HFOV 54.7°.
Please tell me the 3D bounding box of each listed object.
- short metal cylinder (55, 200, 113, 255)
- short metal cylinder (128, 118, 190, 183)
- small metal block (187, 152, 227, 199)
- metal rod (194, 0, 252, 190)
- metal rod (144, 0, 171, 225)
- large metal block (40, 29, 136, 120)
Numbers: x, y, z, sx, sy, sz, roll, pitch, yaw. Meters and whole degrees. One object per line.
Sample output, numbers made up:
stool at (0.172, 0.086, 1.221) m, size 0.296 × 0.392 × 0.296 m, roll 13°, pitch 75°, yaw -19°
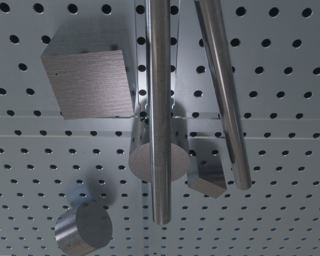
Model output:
short metal cylinder at (-0.126, 0.169, 0.518) m, size 0.050 × 0.080 × 0.080 m, roll -32°, pitch 123°, yaw 24°
short metal cylinder at (-0.001, 0.031, 0.421) m, size 0.081 × 0.050 × 0.079 m, roll 0°, pitch 130°, yaw 0°
small metal block at (0.067, 0.069, 0.455) m, size 0.050 × 0.050 × 0.025 m, roll 26°, pitch 125°, yaw -21°
metal rod at (0.088, -0.021, 0.395) m, size 0.025 × 0.025 × 0.299 m, roll -13°, pitch 129°, yaw 11°
metal rod at (0.000, -0.016, 0.347) m, size 0.025 × 0.025 × 0.298 m, roll -1°, pitch 115°, yaw 0°
large metal block at (-0.073, -0.058, 0.345) m, size 0.080 × 0.050 × 0.080 m, roll -4°, pitch 130°, yaw 3°
